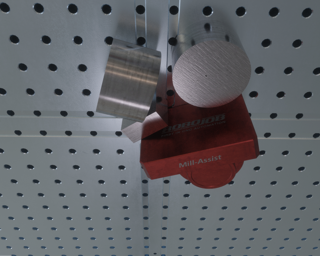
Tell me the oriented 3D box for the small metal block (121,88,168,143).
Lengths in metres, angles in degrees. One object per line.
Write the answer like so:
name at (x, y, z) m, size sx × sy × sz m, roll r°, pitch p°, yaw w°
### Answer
small metal block at (-0.018, -0.016, 0.382) m, size 0.050 × 0.050 × 0.025 m, roll -27°, pitch 125°, yaw 21°

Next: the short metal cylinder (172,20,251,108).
short metal cylinder at (0.053, -0.069, 0.337) m, size 0.081 × 0.050 × 0.079 m, roll 0°, pitch 130°, yaw 0°

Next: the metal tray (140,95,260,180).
metal tray at (0.044, 0.008, 0.375) m, size 0.130 × 0.090 × 0.030 m, roll -13°, pitch 129°, yaw 11°

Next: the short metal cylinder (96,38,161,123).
short metal cylinder at (-0.035, -0.050, 0.333) m, size 0.050 × 0.080 × 0.079 m, roll 14°, pitch 129°, yaw -11°

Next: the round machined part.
round machined part at (0.072, 0.050, 0.444) m, size 0.099 × 0.042 × 0.097 m, roll 0°, pitch 130°, yaw 0°
